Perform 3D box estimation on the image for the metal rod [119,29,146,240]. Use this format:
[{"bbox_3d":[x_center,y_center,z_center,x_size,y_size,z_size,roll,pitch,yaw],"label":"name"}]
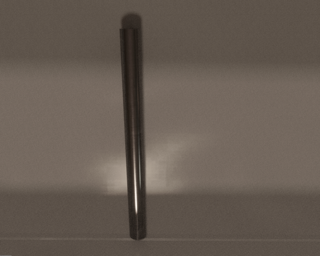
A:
[{"bbox_3d":[-0.034,0.022,0.418,0.025,0.025,0.298,-1,110,0],"label":"metal rod"}]
